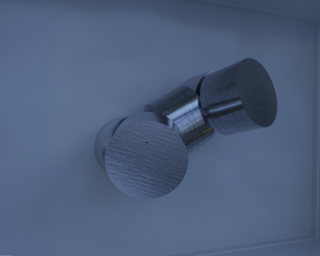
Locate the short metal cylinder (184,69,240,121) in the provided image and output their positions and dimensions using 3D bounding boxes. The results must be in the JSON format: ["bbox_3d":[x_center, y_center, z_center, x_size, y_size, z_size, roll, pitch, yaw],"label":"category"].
[{"bbox_3d":[0.072,-0.037,0.423,0.081,0.050,0.079,0,90,-21],"label":"short metal cylinder"}]

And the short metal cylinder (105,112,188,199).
[{"bbox_3d":[-0.013,0.027,0.323,0.081,0.050,0.079,0,102,0],"label":"short metal cylinder"}]

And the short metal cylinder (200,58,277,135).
[{"bbox_3d":[0.093,-0.035,0.362,0.081,0.050,0.080,13,70,-39],"label":"short metal cylinder"}]

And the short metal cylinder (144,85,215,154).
[{"bbox_3d":[0.023,-0.007,0.389,0.050,0.080,0.080,-31,101,-17],"label":"short metal cylinder"}]

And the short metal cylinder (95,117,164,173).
[{"bbox_3d":[-0.036,0.026,0.383,0.081,0.050,0.079,0,90,-21],"label":"short metal cylinder"}]
